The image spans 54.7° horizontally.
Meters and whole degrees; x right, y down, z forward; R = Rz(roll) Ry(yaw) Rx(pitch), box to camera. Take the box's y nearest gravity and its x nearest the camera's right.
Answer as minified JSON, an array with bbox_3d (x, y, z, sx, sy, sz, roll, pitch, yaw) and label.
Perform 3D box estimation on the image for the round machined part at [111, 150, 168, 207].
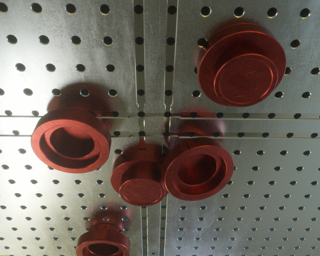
[{"bbox_3d":[-0.026,0.082,0.471,0.099,0.042,0.097,0,130,0],"label":"round machined part"}]

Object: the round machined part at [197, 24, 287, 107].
[{"bbox_3d":[0.092,-0.062,0.349,0.099,0.042,0.097,0,131,0],"label":"round machined part"}]

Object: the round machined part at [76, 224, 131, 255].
[{"bbox_3d":[-0.105,0.218,0.584,0.099,0.042,0.097,-1,130,0],"label":"round machined part"}]

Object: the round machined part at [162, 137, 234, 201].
[{"bbox_3d":[0.050,0.053,0.437,0.099,0.042,0.097,-7,123,-10],"label":"round machined part"}]

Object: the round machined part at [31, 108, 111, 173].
[{"bbox_3d":[-0.114,0.012,0.410,0.099,0.042,0.097,0,130,0],"label":"round machined part"}]
